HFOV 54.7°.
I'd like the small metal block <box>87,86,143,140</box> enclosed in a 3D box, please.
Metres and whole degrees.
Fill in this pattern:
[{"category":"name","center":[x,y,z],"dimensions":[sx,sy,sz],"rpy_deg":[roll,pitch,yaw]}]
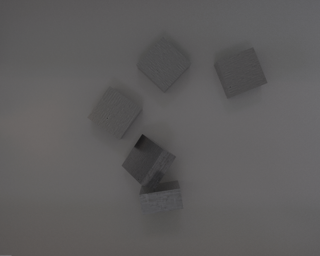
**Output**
[{"category":"small metal block","center":[-0.059,-0.019,0.411],"dimensions":[0.050,0.025,0.050],"rpy_deg":[35,90,0]}]

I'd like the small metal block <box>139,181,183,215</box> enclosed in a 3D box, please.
[{"category":"small metal block","center":[0.002,0.088,0.399],"dimensions":[0.050,0.050,0.025],"rpy_deg":[-9,91,0]}]

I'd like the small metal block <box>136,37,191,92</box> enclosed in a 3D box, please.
[{"category":"small metal block","center":[0.005,-0.083,0.411],"dimensions":[0.050,0.025,0.050],"rpy_deg":[44,90,0]}]

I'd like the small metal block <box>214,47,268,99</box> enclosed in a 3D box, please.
[{"category":"small metal block","center":[0.106,-0.072,0.412],"dimensions":[0.050,0.025,0.050],"rpy_deg":[-22,90,0]}]

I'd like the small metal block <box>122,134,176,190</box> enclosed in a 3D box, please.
[{"category":"small metal block","center":[-0.015,0.043,0.397],"dimensions":[0.025,0.050,0.050],"rpy_deg":[33,90,-41]}]
